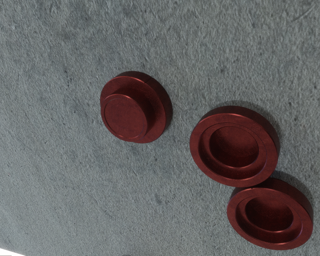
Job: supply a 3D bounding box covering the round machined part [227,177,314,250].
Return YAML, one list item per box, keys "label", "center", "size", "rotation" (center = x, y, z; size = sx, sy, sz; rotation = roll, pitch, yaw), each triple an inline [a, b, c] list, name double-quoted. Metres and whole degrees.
- label: "round machined part"
  center: [0.137, 0.101, 0.386]
  size: [0.098, 0.042, 0.097]
  rotation: [13, 124, 21]

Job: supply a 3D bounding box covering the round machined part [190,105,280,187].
- label: "round machined part"
  center: [0.088, 0.018, 0.360]
  size: [0.098, 0.042, 0.097]
  rotation: [13, 124, 21]

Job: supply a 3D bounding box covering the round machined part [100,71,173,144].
- label: "round machined part"
  center: [-0.037, -0.021, 0.402]
  size: [0.098, 0.042, 0.097]
  rotation: [13, 124, 21]
